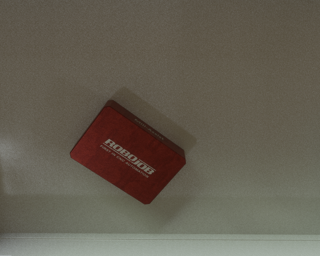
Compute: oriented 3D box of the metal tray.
[{"bbox_3d":[-0.042,0.035,0.421,0.130,0.030,0.090,36,106,-13],"label":"metal tray"}]
